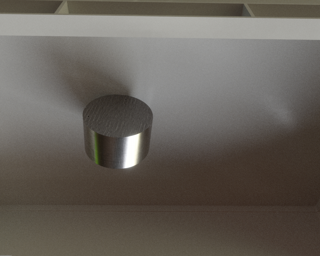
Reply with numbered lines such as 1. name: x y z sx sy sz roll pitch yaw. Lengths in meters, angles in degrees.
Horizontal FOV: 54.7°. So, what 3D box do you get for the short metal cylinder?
1. short metal cylinder: -0.051 0.003 0.375 0.081 0.080 0.050 5 130 -4
